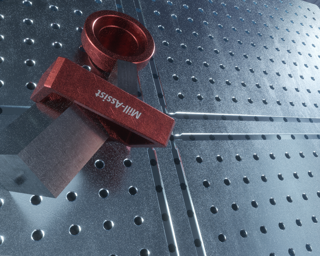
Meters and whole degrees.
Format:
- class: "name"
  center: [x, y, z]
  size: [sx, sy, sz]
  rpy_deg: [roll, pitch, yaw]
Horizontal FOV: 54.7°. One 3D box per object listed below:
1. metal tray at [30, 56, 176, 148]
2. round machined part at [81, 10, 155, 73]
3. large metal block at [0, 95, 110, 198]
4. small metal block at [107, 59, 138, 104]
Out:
- class: "metal tray"
  center: [-0.061, -0.019, 0.325]
  size: [0.131, 0.090, 0.030]
  rpy_deg: [28, 73, -26]
- class: "round machined part"
  center: [-0.061, -0.114, 0.432]
  size: [0.099, 0.042, 0.098]
  rpy_deg: [14, 53, -20]
- class: "large metal block"
  center: [-0.110, 0.016, 0.295]
  size: [0.080, 0.080, 0.050]
  rpy_deg: [-54, 128, -39]
- class: "small metal block"
  center: [-0.050, -0.050, 0.396]
  size: [0.025, 0.050, 0.050]
  rpy_deg: [9, 58, -24]
